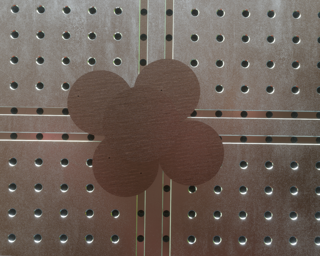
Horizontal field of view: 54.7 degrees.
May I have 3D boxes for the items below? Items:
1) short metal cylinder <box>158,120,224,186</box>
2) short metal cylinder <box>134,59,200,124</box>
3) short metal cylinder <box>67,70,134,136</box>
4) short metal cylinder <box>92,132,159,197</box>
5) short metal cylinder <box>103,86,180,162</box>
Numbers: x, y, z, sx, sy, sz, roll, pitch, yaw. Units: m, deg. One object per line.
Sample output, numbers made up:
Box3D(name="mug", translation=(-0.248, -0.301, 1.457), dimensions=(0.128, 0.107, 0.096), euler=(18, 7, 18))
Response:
Box3D(name="short metal cylinder", translation=(0.038, 0.030, 0.401), dimensions=(0.081, 0.050, 0.079), euler=(0, 90, -1))
Box3D(name="short metal cylinder", translation=(0.008, -0.044, 0.400), dimensions=(0.081, 0.050, 0.079), euler=(0, 90, -1))
Box3D(name="short metal cylinder", translation=(-0.072, -0.030, 0.399), dimensions=(0.081, 0.050, 0.079), euler=(0, 90, -1))
Box3D(name="short metal cylinder", translation=(-0.042, 0.044, 0.400), dimensions=(0.081, 0.050, 0.079), euler=(0, 90, -1))
Box3D(name="short metal cylinder", translation=(-0.020, -0.005, 0.349), dimensions=(0.081, 0.050, 0.079), euler=(0, 92, -1))
